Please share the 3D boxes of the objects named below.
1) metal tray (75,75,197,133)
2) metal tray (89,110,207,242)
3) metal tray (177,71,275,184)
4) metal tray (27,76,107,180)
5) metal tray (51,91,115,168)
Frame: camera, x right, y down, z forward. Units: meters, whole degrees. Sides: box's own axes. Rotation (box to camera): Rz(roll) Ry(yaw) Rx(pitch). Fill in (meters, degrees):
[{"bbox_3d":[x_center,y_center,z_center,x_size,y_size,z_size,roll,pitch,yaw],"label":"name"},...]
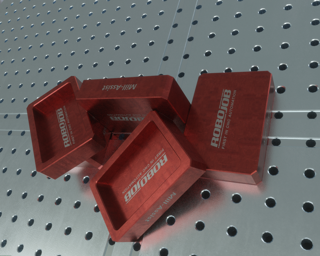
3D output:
[{"bbox_3d":[-0.029,-0.026,0.395,0.130,0.090,0.030,2,63,28],"label":"metal tray"},{"bbox_3d":[-0.020,0.055,0.356,0.130,0.030,0.090,-48,50,16],"label":"metal tray"},{"bbox_3d":[0.079,-0.005,0.365,0.090,0.030,0.130,3,63,29],"label":"metal tray"},{"bbox_3d":[-0.135,-0.004,0.436,0.090,0.030,0.130,-32,52,6],"label":"metal tray"},{"bbox_3d":[-0.116,-0.007,0.468,0.090,0.030,0.130,-1,62,27],"label":"metal tray"}]
